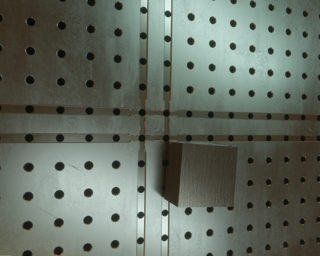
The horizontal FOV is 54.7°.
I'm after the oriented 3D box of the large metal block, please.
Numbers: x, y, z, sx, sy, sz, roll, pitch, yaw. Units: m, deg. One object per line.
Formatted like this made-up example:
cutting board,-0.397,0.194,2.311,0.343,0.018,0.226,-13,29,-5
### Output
large metal block,0.054,0.062,0.421,0.081,0.050,0.080,5,88,-20
